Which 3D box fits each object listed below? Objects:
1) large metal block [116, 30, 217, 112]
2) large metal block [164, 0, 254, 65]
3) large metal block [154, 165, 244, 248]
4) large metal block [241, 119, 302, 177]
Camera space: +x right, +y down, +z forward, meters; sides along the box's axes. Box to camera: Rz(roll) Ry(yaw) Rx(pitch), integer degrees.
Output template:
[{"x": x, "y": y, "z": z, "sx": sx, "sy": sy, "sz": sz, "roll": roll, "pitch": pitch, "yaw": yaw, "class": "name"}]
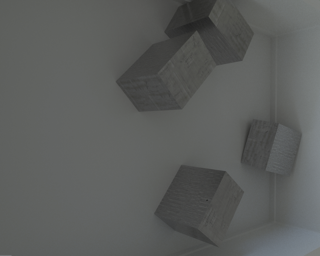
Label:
[{"x": 0.007, "y": -0.066, "z": 0.377, "sx": 0.080, "sy": 0.080, "sz": 0.050, "roll": -52, "pitch": 121, "yaw": -27, "class": "large metal block"}, {"x": 0.068, "y": -0.132, "z": 0.427, "sx": 0.080, "sy": 0.080, "sz": 0.050, "roll": 40, "pitch": 66, "yaw": -33, "class": "large metal block"}, {"x": 0.052, "y": 0.100, "z": 0.415, "sx": 0.050, "sy": 0.080, "sz": 0.080, "roll": 47, "pitch": 62, "yaw": -30, "class": "large metal block"}, {"x": 0.197, "y": 0.035, "z": 0.547, "sx": 0.081, "sy": 0.050, "sz": 0.080, "roll": 17, "pitch": 89, "yaw": -39, "class": "large metal block"}]
